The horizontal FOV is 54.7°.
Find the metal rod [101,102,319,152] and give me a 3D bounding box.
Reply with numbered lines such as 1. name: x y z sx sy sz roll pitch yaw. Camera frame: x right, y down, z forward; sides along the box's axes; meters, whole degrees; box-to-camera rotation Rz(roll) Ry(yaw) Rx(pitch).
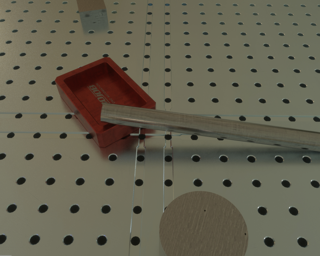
1. metal rod: 0.079 0.001 0.386 0.302 0.025 0.025 8 50 -3

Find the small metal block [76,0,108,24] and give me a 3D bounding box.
1. small metal block: -0.131 -0.228 0.598 0.050 0.025 0.050 -12 51 -11

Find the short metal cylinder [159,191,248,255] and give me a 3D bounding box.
1. short metal cylinder: 0.039 0.109 0.300 0.081 0.050 0.080 0 50 0

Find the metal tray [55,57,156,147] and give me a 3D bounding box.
1. metal tray: -0.078 -0.042 0.438 0.091 0.030 0.130 -29 56 -23
